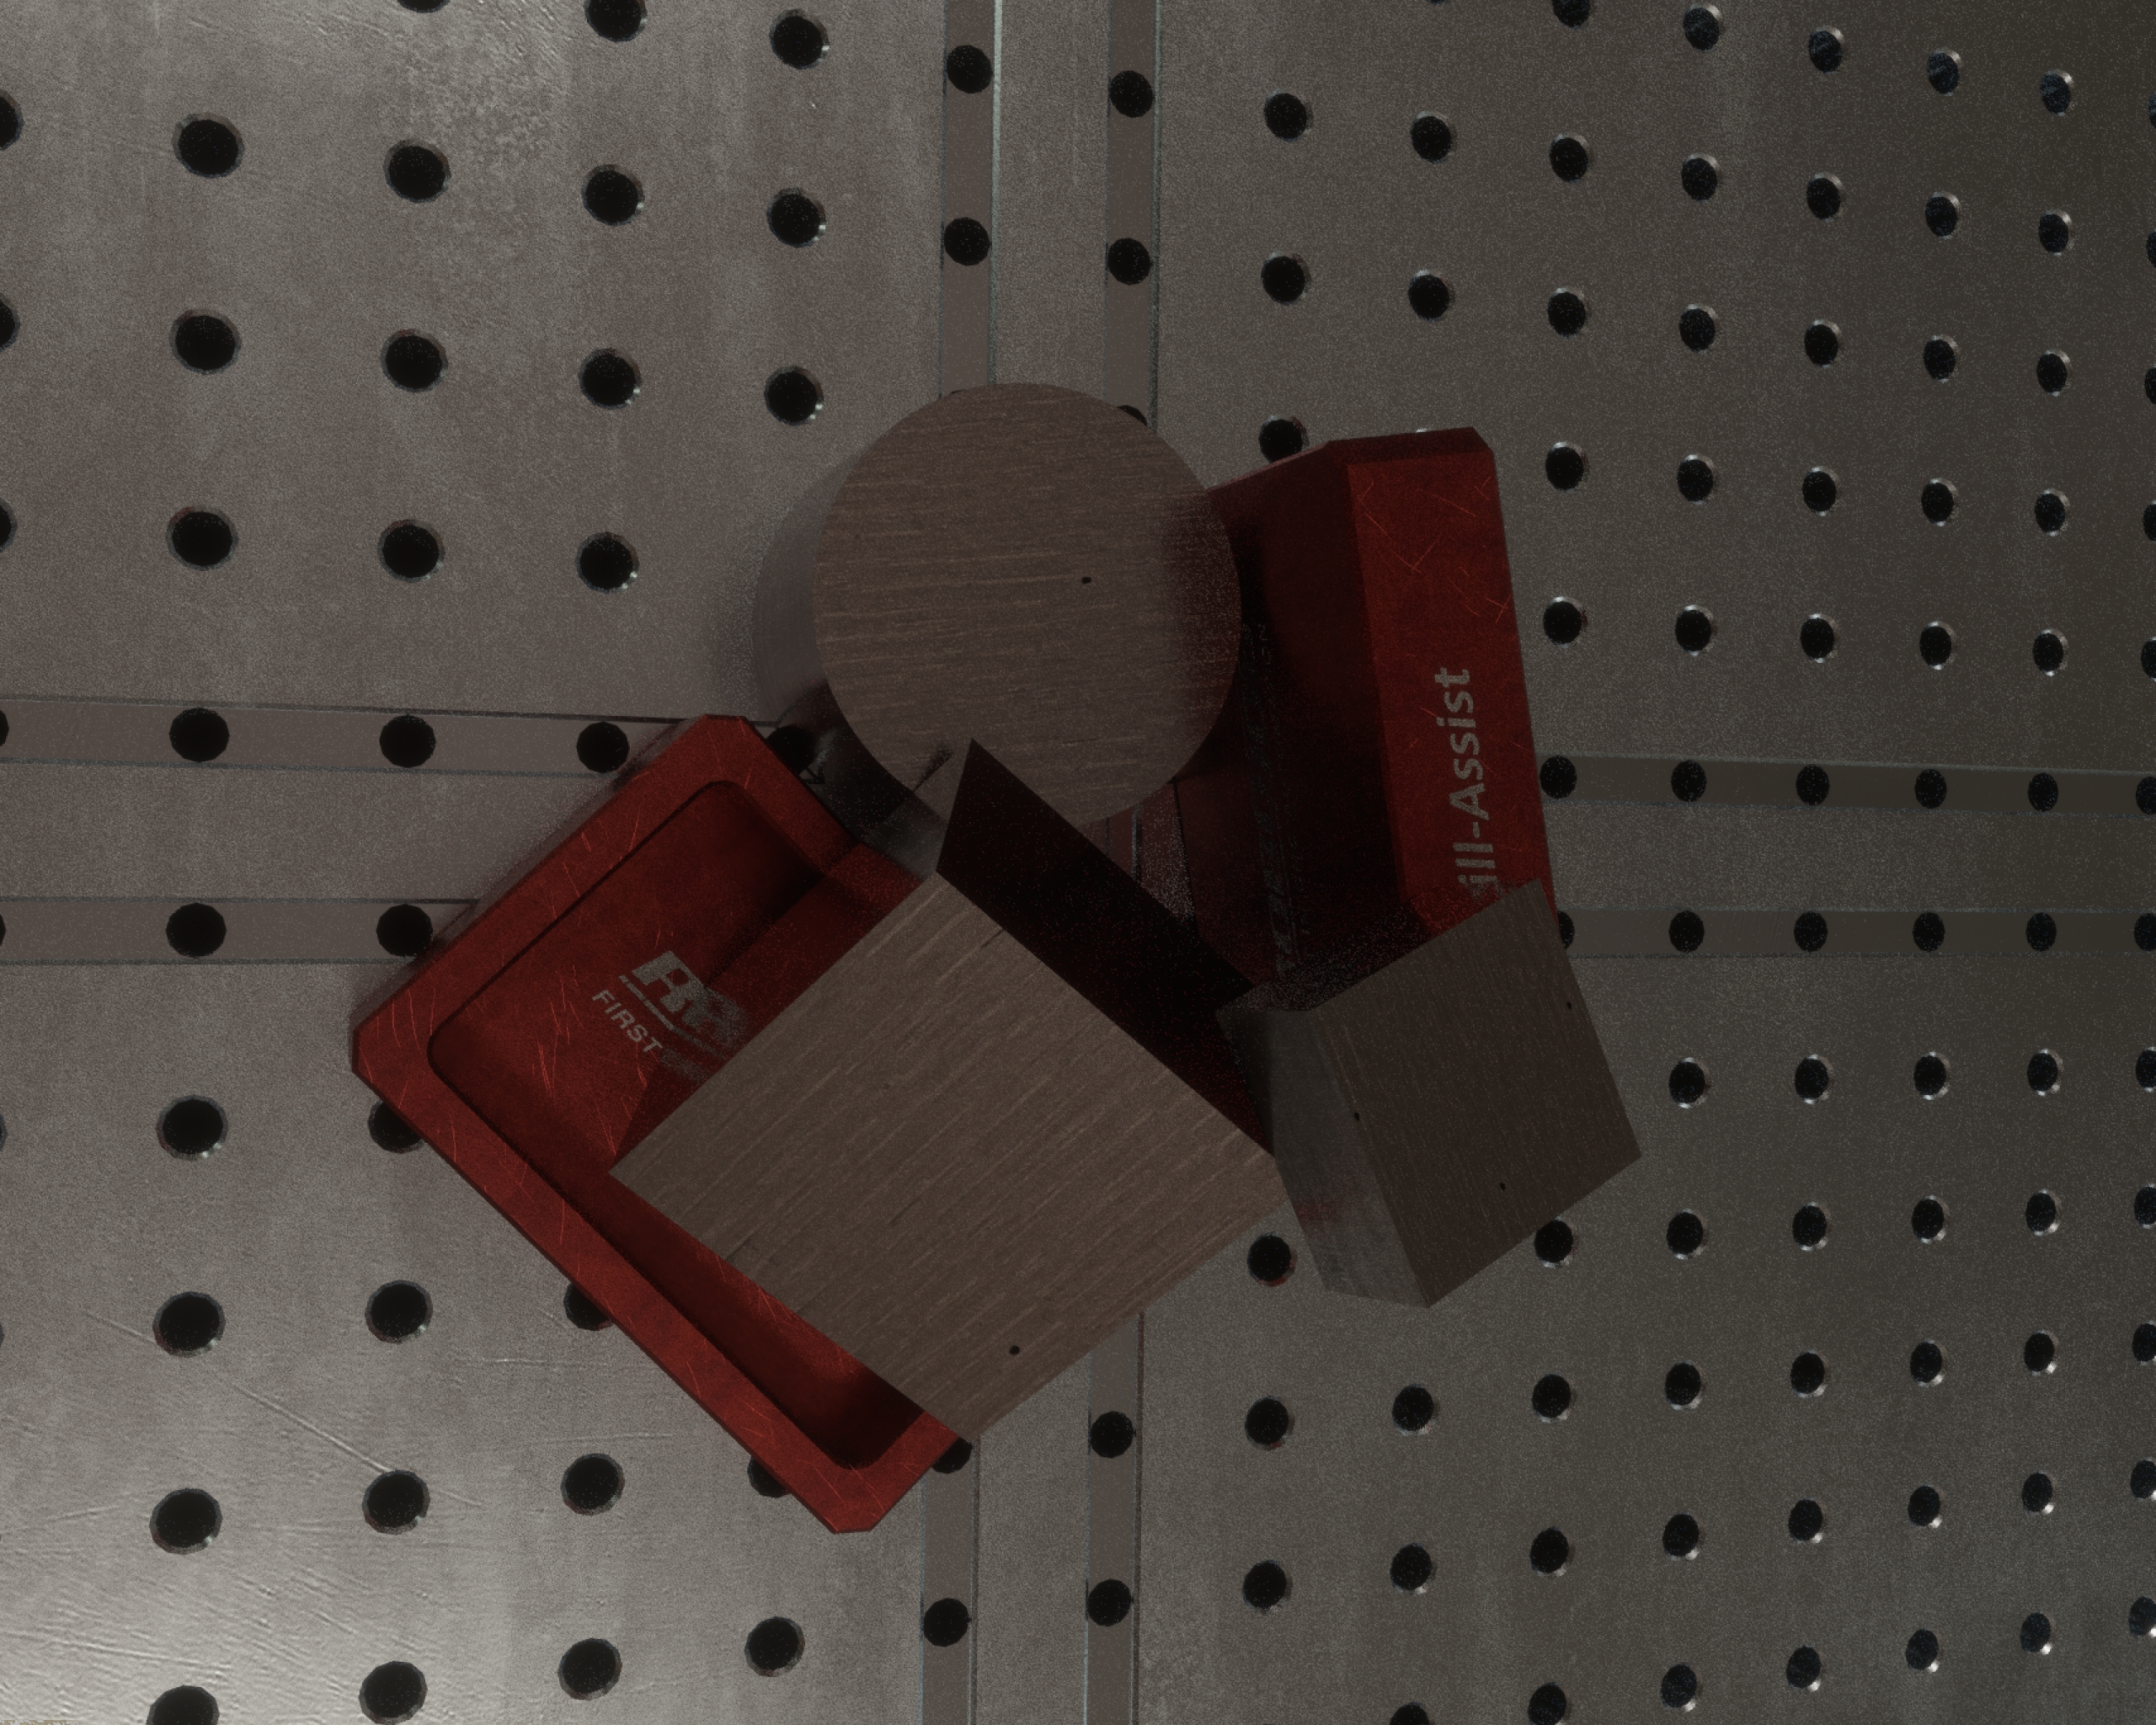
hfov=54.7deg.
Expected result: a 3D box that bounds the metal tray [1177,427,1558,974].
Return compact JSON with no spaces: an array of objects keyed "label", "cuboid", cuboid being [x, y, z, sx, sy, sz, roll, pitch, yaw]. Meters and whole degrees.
[{"label":"metal tray","cuboid":[0.051,-0.010,0.398,0.030,0.090,0.129,-10,94,-20]}]

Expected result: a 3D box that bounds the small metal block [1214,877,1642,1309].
[{"label":"small metal block","cuboid":[0.057,0.036,0.335,0.050,0.025,0.050,-27,100,-30]}]

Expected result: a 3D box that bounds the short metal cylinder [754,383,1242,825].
[{"label":"short metal cylinder","cuboid":[-0.016,-0.046,0.394,0.081,0.050,0.079,0,90,-21]}]

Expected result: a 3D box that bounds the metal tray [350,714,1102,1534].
[{"label":"metal tray","cuboid":[-0.057,0.048,0.389,0.090,0.030,0.130,-45,104,-15]}]

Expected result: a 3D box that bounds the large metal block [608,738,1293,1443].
[{"label":"large metal block","cuboid":[-0.019,0.040,0.360,0.080,0.050,0.080,41,112,-16]}]
